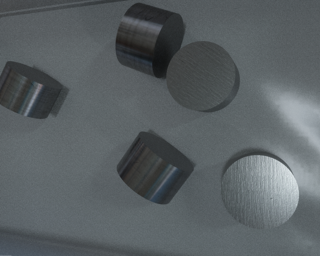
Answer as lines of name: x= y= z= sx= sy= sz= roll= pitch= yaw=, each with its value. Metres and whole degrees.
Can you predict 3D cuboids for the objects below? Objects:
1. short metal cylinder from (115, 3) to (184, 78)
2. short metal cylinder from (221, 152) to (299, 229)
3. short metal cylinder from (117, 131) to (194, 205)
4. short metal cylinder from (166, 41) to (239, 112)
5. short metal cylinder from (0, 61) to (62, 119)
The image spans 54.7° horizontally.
short metal cylinder: x=-0.011 y=-0.108 z=0.385 sx=0.050 sy=0.080 sz=0.080 roll=23 pitch=98 yaw=18
short metal cylinder: x=0.114 y=0.069 z=0.357 sx=0.080 sy=0.050 sz=0.080 roll=0 pitch=90 yaw=20
short metal cylinder: x=-0.006 y=0.048 z=0.383 sx=0.080 sy=0.080 sz=0.050 roll=38 pitch=102 yaw=16
short metal cylinder: x=0.054 y=-0.060 z=0.378 sx=0.080 sy=0.050 sz=0.080 roll=0 pitch=90 yaw=20
short metal cylinder: x=-0.191 y=-0.055 z=0.449 sx=0.080 sy=0.080 sz=0.050 roll=33 pitch=101 yaw=17
